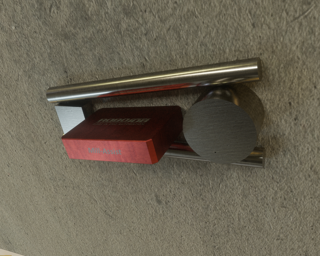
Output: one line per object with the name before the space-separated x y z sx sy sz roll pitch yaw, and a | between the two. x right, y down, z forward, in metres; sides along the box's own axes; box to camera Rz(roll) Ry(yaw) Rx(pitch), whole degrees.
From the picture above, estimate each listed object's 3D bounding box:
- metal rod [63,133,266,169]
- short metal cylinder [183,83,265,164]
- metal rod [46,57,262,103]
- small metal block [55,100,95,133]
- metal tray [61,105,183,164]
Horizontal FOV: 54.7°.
metal rod | -0.012 0.026 0.431 0.301 0.025 0.025 4 120 26
short metal cylinder | 0.072 -0.007 0.349 0.080 0.050 0.079 13 124 21
metal rod | -0.029 -0.055 0.390 0.300 0.025 0.025 -2 117 29
small metal block | -0.123 -0.015 0.465 0.050 0.025 0.050 4 121 26
metal tray | -0.045 0.005 0.392 0.130 0.090 0.030 0 118 28
